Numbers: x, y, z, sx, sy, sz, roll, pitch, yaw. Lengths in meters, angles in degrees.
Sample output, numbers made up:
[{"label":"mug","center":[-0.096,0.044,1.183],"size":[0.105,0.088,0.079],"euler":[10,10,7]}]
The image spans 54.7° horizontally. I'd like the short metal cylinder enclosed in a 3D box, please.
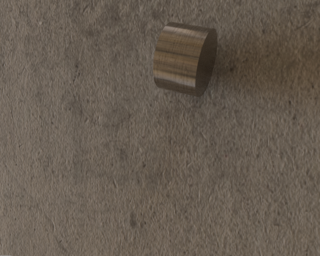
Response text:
[{"label":"short metal cylinder","center":[0.032,-0.081,0.368],"size":[0.050,0.080,0.079],"euler":[16,95,19]}]
